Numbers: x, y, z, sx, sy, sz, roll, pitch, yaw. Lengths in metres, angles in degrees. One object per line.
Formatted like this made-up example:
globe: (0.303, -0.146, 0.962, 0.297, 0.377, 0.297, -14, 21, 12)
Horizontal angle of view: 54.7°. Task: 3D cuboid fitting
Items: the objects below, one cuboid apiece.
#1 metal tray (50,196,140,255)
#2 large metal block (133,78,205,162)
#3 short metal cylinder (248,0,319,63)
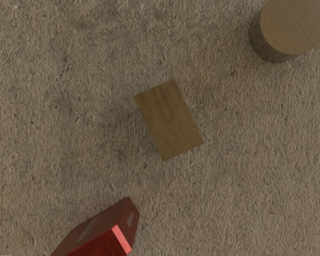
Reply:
metal tray: (-0.073, 0.128, 0.357, 0.090, 0.130, 0.030, -31, 90, 0)
large metal block: (0.010, -0.009, 0.383, 0.050, 0.080, 0.080, -25, 90, 0)
short metal cylinder: (0.161, -0.129, 0.399, 0.081, 0.050, 0.080, 0, 90, 0)
